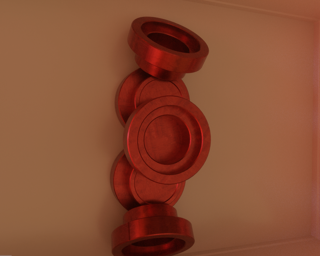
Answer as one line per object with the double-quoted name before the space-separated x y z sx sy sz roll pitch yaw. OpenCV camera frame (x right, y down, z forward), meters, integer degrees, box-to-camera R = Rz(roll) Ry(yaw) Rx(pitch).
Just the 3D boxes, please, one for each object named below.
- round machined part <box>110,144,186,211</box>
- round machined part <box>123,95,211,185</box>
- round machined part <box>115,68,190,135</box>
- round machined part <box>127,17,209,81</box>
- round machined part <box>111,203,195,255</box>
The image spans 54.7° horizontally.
"round machined part" -0.011 0.065 0.396 0.099 0.042 0.097 0 90 -21
"round machined part" 0.005 0.013 0.357 0.099 0.042 0.097 0 90 -21
"round machined part" -0.005 -0.032 0.398 0.099 0.042 0.097 0 90 -21
"round machined part" 0.007 -0.095 0.384 0.099 0.098 0.042 8 130 -20
"round machined part" -0.010 0.126 0.378 0.099 0.097 0.042 7 50 -20
